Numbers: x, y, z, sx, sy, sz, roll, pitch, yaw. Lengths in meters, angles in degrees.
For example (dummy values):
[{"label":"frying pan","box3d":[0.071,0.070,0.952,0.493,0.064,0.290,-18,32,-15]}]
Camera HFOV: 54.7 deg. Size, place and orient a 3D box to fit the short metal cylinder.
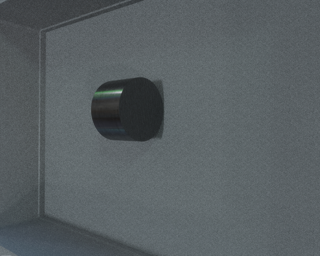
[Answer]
[{"label":"short metal cylinder","box3d":[-0.040,-0.023,0.399,0.050,0.081,0.079,0,90,40]}]
